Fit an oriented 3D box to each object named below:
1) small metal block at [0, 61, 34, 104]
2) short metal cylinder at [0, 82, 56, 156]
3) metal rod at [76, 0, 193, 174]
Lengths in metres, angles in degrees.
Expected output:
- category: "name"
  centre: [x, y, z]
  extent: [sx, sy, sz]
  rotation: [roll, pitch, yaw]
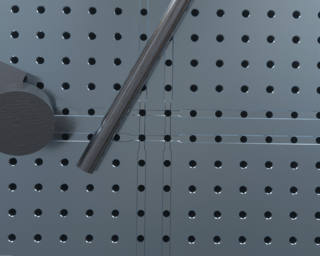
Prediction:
- category: "small metal block"
  centre: [-0.205, -0.059, 0.411]
  extent: [0.050, 0.025, 0.050]
  rotation: [23, 90, -1]
- category: "short metal cylinder"
  centre: [-0.173, -0.012, 0.383]
  extent: [0.081, 0.050, 0.079]
  rotation: [-8, 112, -19]
- category: "metal rod"
  centre: [-0.026, -0.075, 0.412]
  extent: [0.025, 0.025, 0.299]
  rotation: [30, 90, -1]
